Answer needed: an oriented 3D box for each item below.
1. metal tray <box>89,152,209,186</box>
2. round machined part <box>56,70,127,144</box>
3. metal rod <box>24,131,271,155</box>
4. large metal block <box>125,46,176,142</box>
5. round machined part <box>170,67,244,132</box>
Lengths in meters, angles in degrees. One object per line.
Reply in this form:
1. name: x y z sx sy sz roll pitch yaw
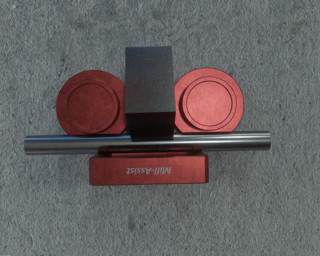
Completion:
1. metal tray: -0.012 0.046 0.378 0.131 0.090 0.030 -1 90 -1
2. round machined part: -0.085 -0.027 0.400 0.099 0.042 0.097 0 90 -1
3. metal rod: -0.014 0.019 0.390 0.302 0.025 0.025 -1 90 -1
4. large metal block: -0.011 -0.036 0.357 0.050 0.080 0.080 -2 67 -1
5. round machined part: 0.061 -0.031 0.403 0.099 0.042 0.097 0 90 -1
